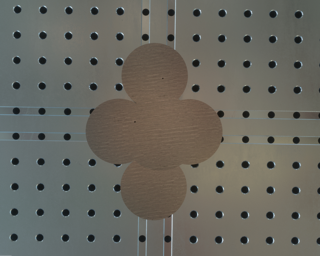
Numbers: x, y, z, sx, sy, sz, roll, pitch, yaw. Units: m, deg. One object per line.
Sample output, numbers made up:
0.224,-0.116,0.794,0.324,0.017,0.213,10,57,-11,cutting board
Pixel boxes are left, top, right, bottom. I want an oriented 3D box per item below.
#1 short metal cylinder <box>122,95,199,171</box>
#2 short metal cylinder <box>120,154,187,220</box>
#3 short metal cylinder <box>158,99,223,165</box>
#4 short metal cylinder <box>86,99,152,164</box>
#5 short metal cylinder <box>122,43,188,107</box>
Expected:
0.001,0.005,0.350,0.081,0.050,0.079,0,90,0,short metal cylinder
-0.008,0.072,0.400,0.081,0.050,0.080,0,88,-1,short metal cylinder
0.036,0.005,0.400,0.081,0.050,0.079,0,90,0,short metal cylinder
-0.050,0.004,0.400,0.081,0.050,0.079,0,90,0,short metal cylinder
-0.007,-0.064,0.400,0.081,0.050,0.079,0,90,-1,short metal cylinder
